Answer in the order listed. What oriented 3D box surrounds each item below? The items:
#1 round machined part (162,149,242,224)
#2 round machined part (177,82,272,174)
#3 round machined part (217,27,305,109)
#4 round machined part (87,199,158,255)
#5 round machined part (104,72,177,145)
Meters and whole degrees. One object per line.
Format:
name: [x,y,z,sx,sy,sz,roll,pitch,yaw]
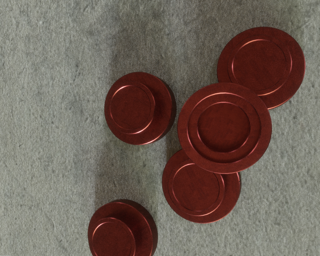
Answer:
round machined part: [0.048,0.070,0.382,0.098,0.042,0.097,0,90,19]
round machined part: [0.071,-0.001,0.347,0.098,0.042,0.097,1,96,11]
round machined part: [0.115,-0.069,0.359,0.098,0.042,0.097,0,90,19]
round machined part: [-0.056,0.149,0.419,0.098,0.042,0.097,0,90,19]
round machined part: [-0.031,-0.026,0.410,0.098,0.042,0.097,0,90,19]
